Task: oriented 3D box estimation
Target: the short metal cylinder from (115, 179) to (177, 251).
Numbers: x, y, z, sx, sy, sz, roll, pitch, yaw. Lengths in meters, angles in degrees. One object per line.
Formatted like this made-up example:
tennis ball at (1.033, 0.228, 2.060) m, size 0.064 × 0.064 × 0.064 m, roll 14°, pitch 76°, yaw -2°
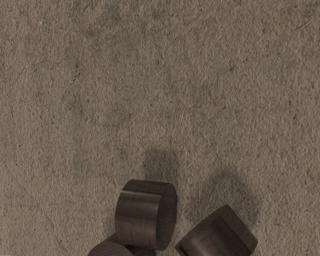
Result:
short metal cylinder at (-0.015, 0.106, 0.384) m, size 0.050 × 0.080 × 0.079 m, roll 3°, pitch 91°, yaw 20°

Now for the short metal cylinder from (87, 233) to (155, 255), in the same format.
short metal cylinder at (-0.052, 0.183, 0.413) m, size 0.080 × 0.050 × 0.079 m, roll 0°, pitch 90°, yaw 19°

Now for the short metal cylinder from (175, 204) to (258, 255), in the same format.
short metal cylinder at (0.064, 0.133, 0.357) m, size 0.080 × 0.080 × 0.050 m, roll -42°, pitch 77°, yaw 15°
